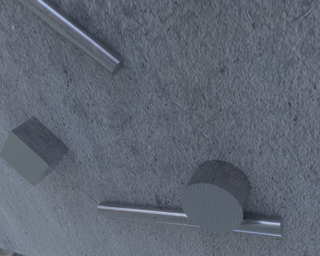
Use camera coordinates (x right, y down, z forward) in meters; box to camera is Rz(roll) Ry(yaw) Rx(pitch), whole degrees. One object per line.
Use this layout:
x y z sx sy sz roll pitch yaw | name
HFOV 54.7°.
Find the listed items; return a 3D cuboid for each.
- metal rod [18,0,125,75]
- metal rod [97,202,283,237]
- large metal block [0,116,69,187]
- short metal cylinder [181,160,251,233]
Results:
-0.169 -0.169 0.391 0.300 0.025 0.025 38 129 2 | metal rod
0.028 0.136 0.476 0.300 0.025 0.025 -3 117 29 | metal rod
-0.216 0.041 0.530 0.080 0.050 0.080 43 129 -2 | large metal block
0.074 0.089 0.407 0.080 0.050 0.079 13 124 21 | short metal cylinder
